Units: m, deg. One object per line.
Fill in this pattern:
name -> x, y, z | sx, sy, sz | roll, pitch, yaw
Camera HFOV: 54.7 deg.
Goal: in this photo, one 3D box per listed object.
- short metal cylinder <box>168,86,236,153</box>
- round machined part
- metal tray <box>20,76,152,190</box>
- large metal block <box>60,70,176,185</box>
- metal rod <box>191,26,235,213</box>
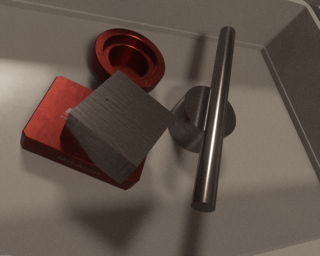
short metal cylinder -> 0.057, -0.012, 0.429 | 0.081, 0.050, 0.080 | 14, 56, -21
round machined part -> -0.046, -0.085, 0.423 | 0.099, 0.042, 0.098 | 14, 56, -21
metal tray -> -0.077, 0.006, 0.359 | 0.131, 0.030, 0.090 | 25, 53, -13
large metal block -> -0.043, -0.002, 0.329 | 0.080, 0.050, 0.080 | 39, 51, -2
metal rod -> 0.076, -0.035, 0.405 | 0.025, 0.025, 0.300 | 25, 52, -13
